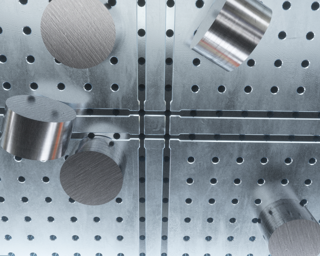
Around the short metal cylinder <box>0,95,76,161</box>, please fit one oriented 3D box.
[{"bbox_3d":[-0.149,-0.002,0.381,0.080,0.080,0.050,17,109,-7],"label":"short metal cylinder"}]

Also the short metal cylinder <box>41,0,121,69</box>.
[{"bbox_3d":[-0.088,-0.112,0.357,0.081,0.050,0.079,0,110,-1],"label":"short metal cylinder"}]

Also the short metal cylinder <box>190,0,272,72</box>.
[{"bbox_3d":[0.077,-0.110,0.345,0.050,0.080,0.080,29,107,-11],"label":"short metal cylinder"}]

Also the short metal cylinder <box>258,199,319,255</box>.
[{"bbox_3d":[0.193,0.153,0.459,0.081,0.050,0.079,0,110,-1],"label":"short metal cylinder"}]

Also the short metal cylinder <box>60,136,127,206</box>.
[{"bbox_3d":[-0.088,0.057,0.420,0.081,0.050,0.079,0,110,-1],"label":"short metal cylinder"}]
